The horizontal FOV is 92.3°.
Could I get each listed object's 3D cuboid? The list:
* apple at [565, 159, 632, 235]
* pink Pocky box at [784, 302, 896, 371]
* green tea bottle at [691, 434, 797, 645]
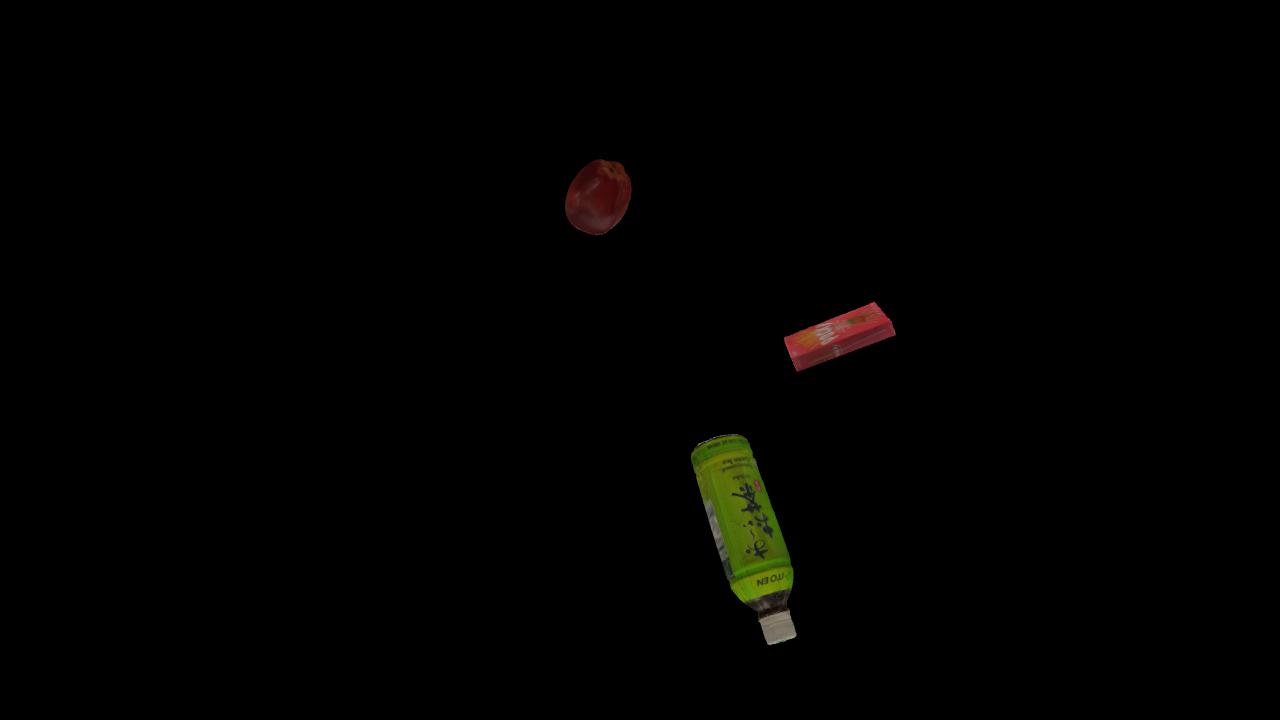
[{"bbox_3d":[-0.052,-0.196,0.747,0.079,0.079,0.093,0,-29,-33],"label":"apple"},{"bbox_3d":[0.307,-0.037,0.959,0.155,0.029,0.084,-22,22,13],"label":"pink Pocky box"},{"bbox_3d":[0.113,0.186,0.652,0.073,0.212,0.073,-11,-28,-6],"label":"green tea bottle"}]
